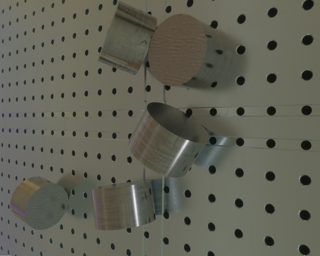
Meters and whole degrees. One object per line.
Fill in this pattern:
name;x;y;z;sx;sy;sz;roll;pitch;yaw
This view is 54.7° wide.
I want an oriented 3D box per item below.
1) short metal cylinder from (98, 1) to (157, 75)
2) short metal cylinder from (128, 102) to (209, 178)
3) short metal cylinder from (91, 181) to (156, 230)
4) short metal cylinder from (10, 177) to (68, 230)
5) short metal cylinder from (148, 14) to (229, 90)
short metal cylinder;-0.043;-0.115;0.402;0.080;0.050;0.080;-160;89;-74
short metal cylinder;0.010;0.013;0.364;0.080;0.081;0.050;43;116;31
short metal cylinder;-0.048;0.100;0.411;0.080;0.081;0.050;-12;82;39
short metal cylinder;-0.210;0.131;0.544;0.050;0.081;0.079;11;97;39
short metal cylinder;0.033;-0.087;0.364;0.080;0.050;0.079;0;90;39
